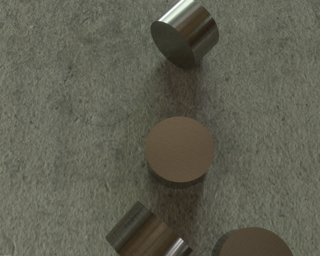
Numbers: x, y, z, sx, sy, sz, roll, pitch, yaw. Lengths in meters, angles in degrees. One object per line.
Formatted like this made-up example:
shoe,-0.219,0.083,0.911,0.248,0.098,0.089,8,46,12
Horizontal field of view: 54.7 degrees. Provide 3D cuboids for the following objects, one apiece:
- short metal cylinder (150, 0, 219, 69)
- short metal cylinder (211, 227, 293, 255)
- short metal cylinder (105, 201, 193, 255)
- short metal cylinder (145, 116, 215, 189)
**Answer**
short metal cylinder,0.034,-0.128,0.426,0.080,0.080,0.050,41,75,13
short metal cylinder,0.100,0.152,0.341,0.081,0.050,0.080,0,70,0
short metal cylinder,-0.012,0.125,0.333,0.080,0.080,0.050,40,75,13
short metal cylinder,0.023,0.032,0.384,0.081,0.050,0.080,0,70,0
